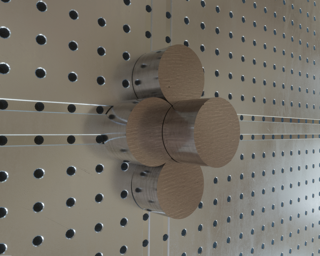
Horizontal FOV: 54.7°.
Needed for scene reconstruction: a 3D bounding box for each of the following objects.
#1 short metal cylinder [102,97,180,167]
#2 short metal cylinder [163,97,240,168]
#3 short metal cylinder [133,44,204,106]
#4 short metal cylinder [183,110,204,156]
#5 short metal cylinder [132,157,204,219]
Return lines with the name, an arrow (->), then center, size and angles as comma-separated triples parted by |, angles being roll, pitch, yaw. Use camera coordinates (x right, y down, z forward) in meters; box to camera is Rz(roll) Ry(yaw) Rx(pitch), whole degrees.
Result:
short metal cylinder -> -0.021, 0.004, 0.374 | 0.081, 0.050, 0.079 | 0, 90, -40
short metal cylinder -> 0.050, 0.005, 0.368 | 0.081, 0.050, 0.079 | 0, 90, -40
short metal cylinder -> 0.012, -0.063, 0.402 | 0.081, 0.050, 0.079 | 0, 90, -41
short metal cylinder -> 0.045, 0.005, 0.429 | 0.081, 0.050, 0.079 | 0, 90, -40
short metal cylinder -> 0.011, 0.073, 0.401 | 0.081, 0.050, 0.080 | 2, 87, -40
